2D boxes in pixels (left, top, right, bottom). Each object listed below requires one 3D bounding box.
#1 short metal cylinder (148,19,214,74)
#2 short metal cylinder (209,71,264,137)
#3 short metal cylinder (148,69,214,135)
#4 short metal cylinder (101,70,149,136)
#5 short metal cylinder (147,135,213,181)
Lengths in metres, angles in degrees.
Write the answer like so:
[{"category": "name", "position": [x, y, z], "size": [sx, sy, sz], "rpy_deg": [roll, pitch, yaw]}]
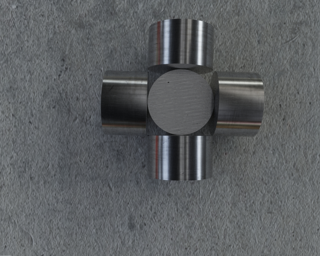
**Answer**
[{"category": "short metal cylinder", "position": [0.026, -0.097, 0.383], "size": [0.081, 0.080, 0.050], "rpy_deg": [2, 91, -1]}, {"category": "short metal cylinder", "position": [0.091, -0.030, 0.385], "size": [0.050, 0.080, 0.079], "rpy_deg": [2, 90, 0]}, {"category": "short metal cylinder", "position": [0.025, -0.031, 0.399], "size": [0.081, 0.050, 0.079], "rpy_deg": [0, 90, -1]}, {"category": "short metal cylinder", "position": [-0.040, -0.030, 0.383], "size": [0.050, 0.080, 0.079], "rpy_deg": [2, 90, 0]}, {"category": "short metal cylinder", "position": [0.025, 0.034, 0.384], "size": [0.081, 0.080, 0.050], "rpy_deg": [0, 90, -1]}]
